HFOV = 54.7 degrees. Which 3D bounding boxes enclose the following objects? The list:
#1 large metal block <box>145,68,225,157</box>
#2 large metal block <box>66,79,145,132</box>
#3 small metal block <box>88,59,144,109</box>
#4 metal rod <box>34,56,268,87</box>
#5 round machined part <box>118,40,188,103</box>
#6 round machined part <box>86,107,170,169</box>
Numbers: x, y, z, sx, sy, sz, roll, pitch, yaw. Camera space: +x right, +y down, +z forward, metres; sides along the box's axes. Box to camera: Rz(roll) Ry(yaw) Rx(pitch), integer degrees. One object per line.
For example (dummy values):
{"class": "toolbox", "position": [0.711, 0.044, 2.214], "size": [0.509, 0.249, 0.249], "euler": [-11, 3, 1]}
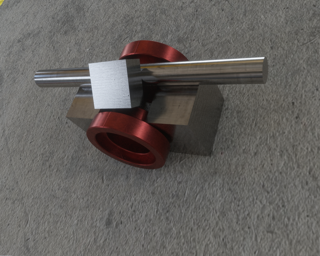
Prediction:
{"class": "large metal block", "position": [0.034, -0.021, 0.365], "size": [0.050, 0.080, 0.080], "euler": [4, 64, 30]}
{"class": "large metal block", "position": [-0.069, -0.029, 0.424], "size": [0.050, 0.080, 0.080], "euler": [5, 64, 30]}
{"class": "small metal block", "position": [-0.048, -0.048, 0.340], "size": [0.050, 0.025, 0.050], "euler": [1, 103, 30]}
{"class": "metal rod", "position": [-0.034, -0.061, 0.358], "size": [0.300, 0.025, 0.025], "euler": [3, 63, 29]}
{"class": "round machined part", "position": [-0.009, -0.065, 0.404], "size": [0.098, 0.098, 0.042], "euler": [4, 65, 30]}
{"class": "round machined part", "position": [-0.034, 0.008, 0.371], "size": [0.098, 0.098, 0.042], "euler": [5, 59, 30]}
